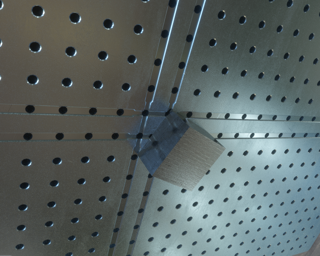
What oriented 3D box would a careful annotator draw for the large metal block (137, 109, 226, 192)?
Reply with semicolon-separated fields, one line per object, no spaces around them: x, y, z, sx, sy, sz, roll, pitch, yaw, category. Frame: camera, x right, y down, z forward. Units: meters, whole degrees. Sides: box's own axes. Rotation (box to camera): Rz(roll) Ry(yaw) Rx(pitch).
0.030;0.033;0.434;0.080;0.050;0.080;29;102;-38;large metal block
